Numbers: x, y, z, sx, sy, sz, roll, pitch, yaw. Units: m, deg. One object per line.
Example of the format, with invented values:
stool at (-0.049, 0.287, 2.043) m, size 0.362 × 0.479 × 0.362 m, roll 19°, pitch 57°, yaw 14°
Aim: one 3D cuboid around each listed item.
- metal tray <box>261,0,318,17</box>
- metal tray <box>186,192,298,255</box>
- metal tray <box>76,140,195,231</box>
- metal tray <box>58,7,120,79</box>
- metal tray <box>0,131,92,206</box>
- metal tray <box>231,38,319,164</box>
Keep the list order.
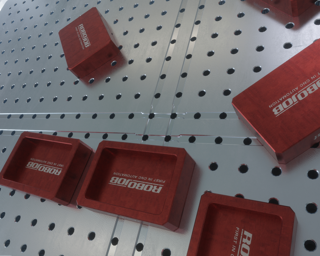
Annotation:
metal tray at (0.181, -0.223, 0.447) m, size 0.090 × 0.030 × 0.130 m, roll -39°, pitch 51°, yaw 2°
metal tray at (0.070, 0.132, 0.287) m, size 0.090 × 0.030 × 0.130 m, roll 4°, pitch 64°, yaw 30°
metal tray at (-0.031, 0.066, 0.381) m, size 0.130 × 0.030 × 0.090 m, roll 4°, pitch 63°, yaw 30°
metal tray at (-0.135, -0.161, 0.576) m, size 0.090 × 0.030 × 0.130 m, roll -32°, pitch 52°, yaw 7°
metal tray at (-0.174, 0.056, 0.463) m, size 0.130 × 0.030 × 0.090 m, roll 6°, pitch 64°, yaw 31°
metal tray at (0.159, -0.033, 0.342) m, size 0.130 × 0.030 × 0.090 m, roll -35°, pitch 51°, yaw 5°
